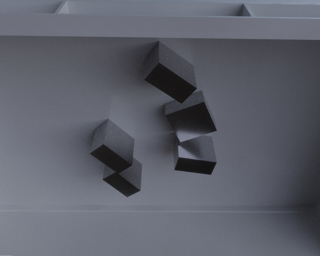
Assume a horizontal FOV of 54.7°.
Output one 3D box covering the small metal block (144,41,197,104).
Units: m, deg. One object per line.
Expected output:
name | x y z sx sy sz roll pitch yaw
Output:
small metal block | 0.011 -0.062 0.340 0.050 0.050 0.025 30 124 -23

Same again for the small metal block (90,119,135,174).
small metal block | -0.062 0.024 0.412 0.025 0.050 0.050 -33 123 25

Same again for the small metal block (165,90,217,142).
small metal block | 0.040 -0.014 0.397 0.050 0.025 0.050 -19 128 15

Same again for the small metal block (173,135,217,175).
small metal block | 0.046 0.034 0.422 0.050 0.050 0.025 9 130 -7

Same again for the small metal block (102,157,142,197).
small metal block | -0.052 0.063 0.445 0.025 0.050 0.050 -31 124 23
